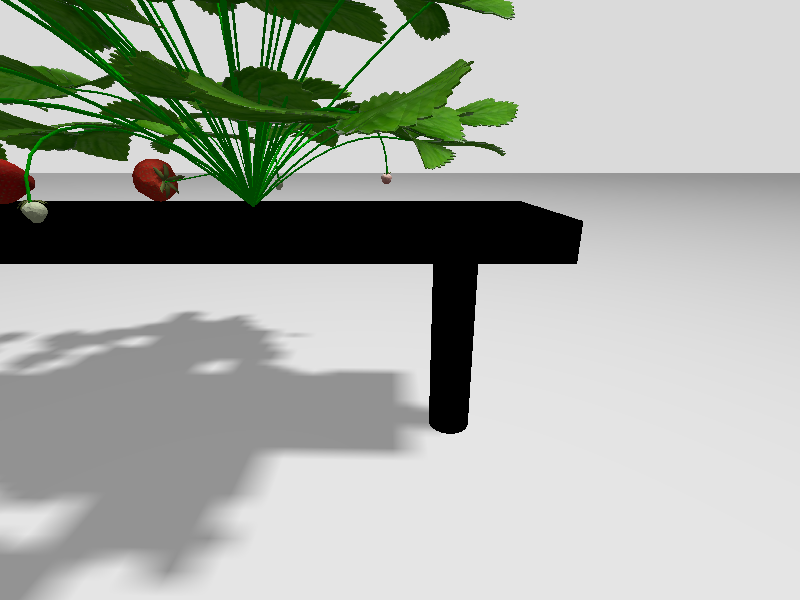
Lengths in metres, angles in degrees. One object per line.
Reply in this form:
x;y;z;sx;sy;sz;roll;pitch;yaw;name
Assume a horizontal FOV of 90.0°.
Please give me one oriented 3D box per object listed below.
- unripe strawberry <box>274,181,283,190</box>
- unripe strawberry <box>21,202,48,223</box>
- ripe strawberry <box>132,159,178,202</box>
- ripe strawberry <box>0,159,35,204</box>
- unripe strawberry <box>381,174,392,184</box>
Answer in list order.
-0.151;-0.143;0.500;0.011;0.011;0.010;-3;19;-8;unripe strawberry
-0.191;-0.046;0.209;0.011;0.011;0.010;9;21;24;unripe strawberry
-0.249;-0.120;0.402;0.042;0.041;0.039;10;21;28;ripe strawberry
-0.369;-0.111;0.375;0.043;0.042;0.040;-3;19;-11;ripe strawberry
-0.017;-0.155;0.515;0.014;0.013;0.013;11;22;28;unripe strawberry
